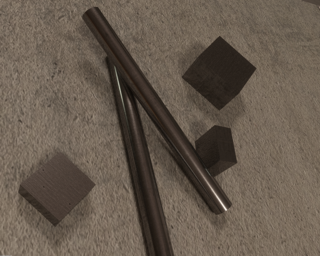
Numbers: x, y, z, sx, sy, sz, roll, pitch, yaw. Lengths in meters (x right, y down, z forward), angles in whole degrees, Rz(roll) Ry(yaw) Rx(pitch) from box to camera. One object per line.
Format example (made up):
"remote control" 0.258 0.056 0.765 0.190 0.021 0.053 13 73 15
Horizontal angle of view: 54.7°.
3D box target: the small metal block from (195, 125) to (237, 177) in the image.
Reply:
"small metal block" 0.072 0.031 0.410 0.025 0.050 0.050 11 57 -23

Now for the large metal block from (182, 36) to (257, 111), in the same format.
"large metal block" 0.095 -0.088 0.495 0.080 0.050 0.080 42 51 0

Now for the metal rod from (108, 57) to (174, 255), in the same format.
"metal rod" -0.028 0.020 0.377 0.025 0.025 0.299 -1 62 -29

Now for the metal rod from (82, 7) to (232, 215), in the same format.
"metal rod" -0.005 -0.023 0.391 0.025 0.025 0.299 -33 88 -38

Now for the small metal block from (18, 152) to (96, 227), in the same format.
"small metal block" -0.103 0.061 0.312 0.050 0.025 0.050 43 51 1
